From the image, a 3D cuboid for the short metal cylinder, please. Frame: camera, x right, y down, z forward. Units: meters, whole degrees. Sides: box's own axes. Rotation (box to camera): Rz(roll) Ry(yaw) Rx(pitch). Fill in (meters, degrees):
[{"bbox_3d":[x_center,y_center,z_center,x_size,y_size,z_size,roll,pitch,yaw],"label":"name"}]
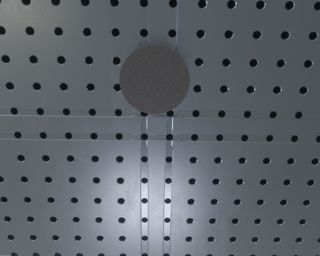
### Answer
[{"bbox_3d":[-0.006,-0.062,0.377,0.080,0.050,0.079,0,110,0],"label":"short metal cylinder"}]
